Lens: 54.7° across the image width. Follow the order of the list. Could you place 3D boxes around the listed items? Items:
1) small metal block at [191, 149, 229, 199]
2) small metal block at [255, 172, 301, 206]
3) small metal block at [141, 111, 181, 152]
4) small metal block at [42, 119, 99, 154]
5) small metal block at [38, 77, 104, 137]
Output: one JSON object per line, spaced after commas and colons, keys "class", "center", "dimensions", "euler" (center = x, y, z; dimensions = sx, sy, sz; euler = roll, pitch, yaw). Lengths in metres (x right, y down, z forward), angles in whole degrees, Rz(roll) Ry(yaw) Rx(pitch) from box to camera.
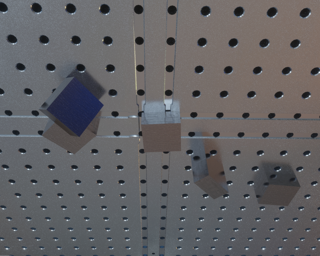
{"class": "small metal block", "center": [0.073, 0.068, 0.454], "dimensions": [0.025, 0.050, 0.050], "euler": [-33, 123, 24]}
{"class": "small metal block", "center": [0.188, 0.099, 0.499], "dimensions": [0.050, 0.025, 0.050], "euler": [6, 130, -6]}
{"class": "small metal block", "center": [0.002, 0.006, 0.417], "dimensions": [0.050, 0.025, 0.050], "euler": [-2, 130, 1]}
{"class": "small metal block", "center": [-0.118, 0.002, 0.411], "dimensions": [0.050, 0.025, 0.050], "euler": [37, 121, -27]}
{"class": "small metal block", "center": [-0.105, -0.025, 0.369], "dimensions": [0.025, 0.050, 0.050], "euler": [5, 146, 50]}
